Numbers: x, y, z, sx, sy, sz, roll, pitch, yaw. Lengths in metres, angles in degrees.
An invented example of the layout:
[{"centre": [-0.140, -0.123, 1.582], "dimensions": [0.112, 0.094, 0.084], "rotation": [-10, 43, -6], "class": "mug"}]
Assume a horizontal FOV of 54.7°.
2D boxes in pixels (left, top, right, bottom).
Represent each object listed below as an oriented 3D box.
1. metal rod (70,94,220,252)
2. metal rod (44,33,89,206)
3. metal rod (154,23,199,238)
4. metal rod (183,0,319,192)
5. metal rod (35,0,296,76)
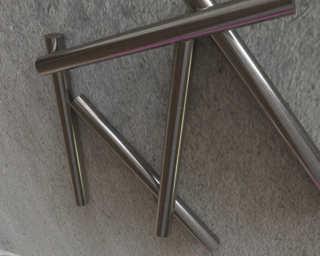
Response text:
[{"centre": [-0.018, 0.069, 0.457], "dimensions": [0.300, 0.025, 0.025], "rotation": [48, 129, -6], "class": "metal rod"}, {"centre": [-0.140, 0.006, 0.481], "dimensions": [0.025, 0.025, 0.298], "rotation": [14, 124, 20], "class": "metal rod"}, {"centre": [0.017, 0.021, 0.390], "dimensions": [0.025, 0.025, 0.298], "rotation": [16, 119, 19], "class": "metal rod"}, {"centre": [0.124, -0.019, 0.329], "dimensions": [0.025, 0.025, 0.300], "rotation": [-31, 102, 37], "class": "metal rod"}, {"centre": [-0.021, -0.092, 0.326], "dimensions": [0.300, 0.025, 0.025], "rotation": [-5, 116, 30], "class": "metal rod"}]
